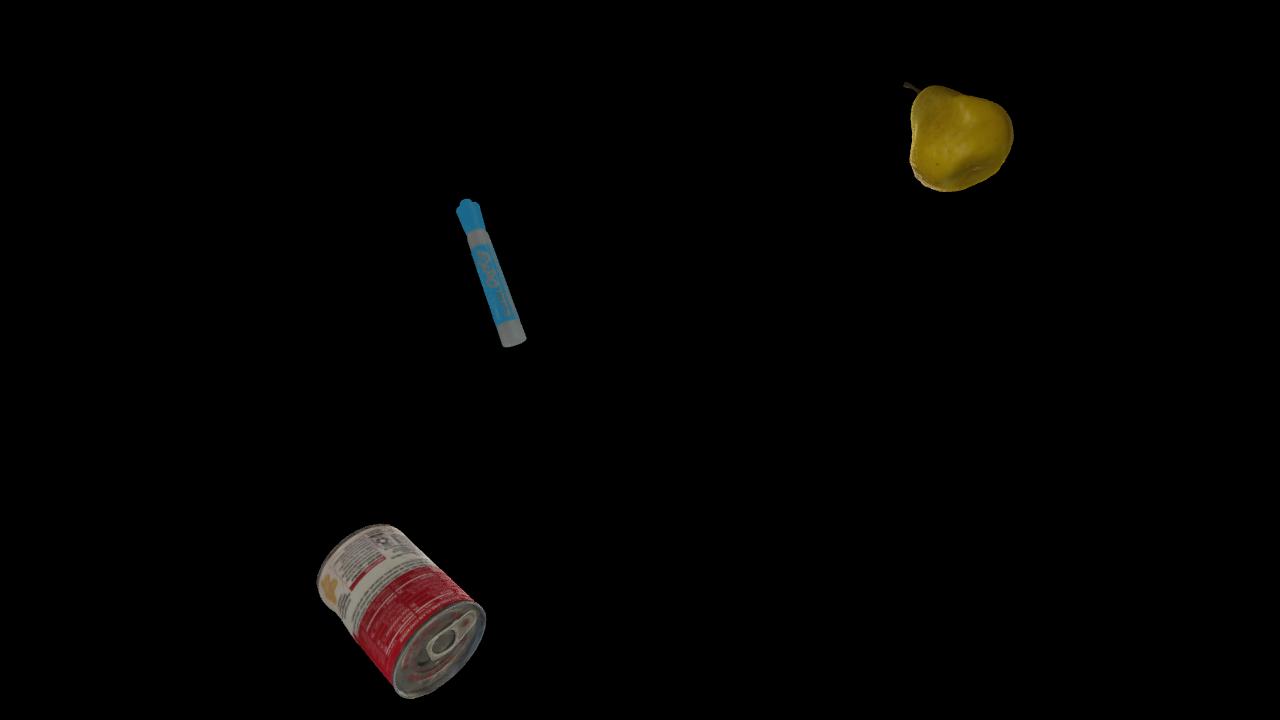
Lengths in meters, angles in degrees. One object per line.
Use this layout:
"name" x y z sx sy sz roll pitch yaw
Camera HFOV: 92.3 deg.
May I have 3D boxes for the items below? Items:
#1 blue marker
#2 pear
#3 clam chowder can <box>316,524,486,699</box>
"blue marker" -0.115 -0.068 0.470 0.020 0.121 0.020 -21 -9 -3
"pear" 0.266 -0.202 0.527 0.080 0.111 0.080 -10 -19 -3
"clam chowder can" -0.163 0.165 0.417 0.102 0.068 0.068 27 15 32
